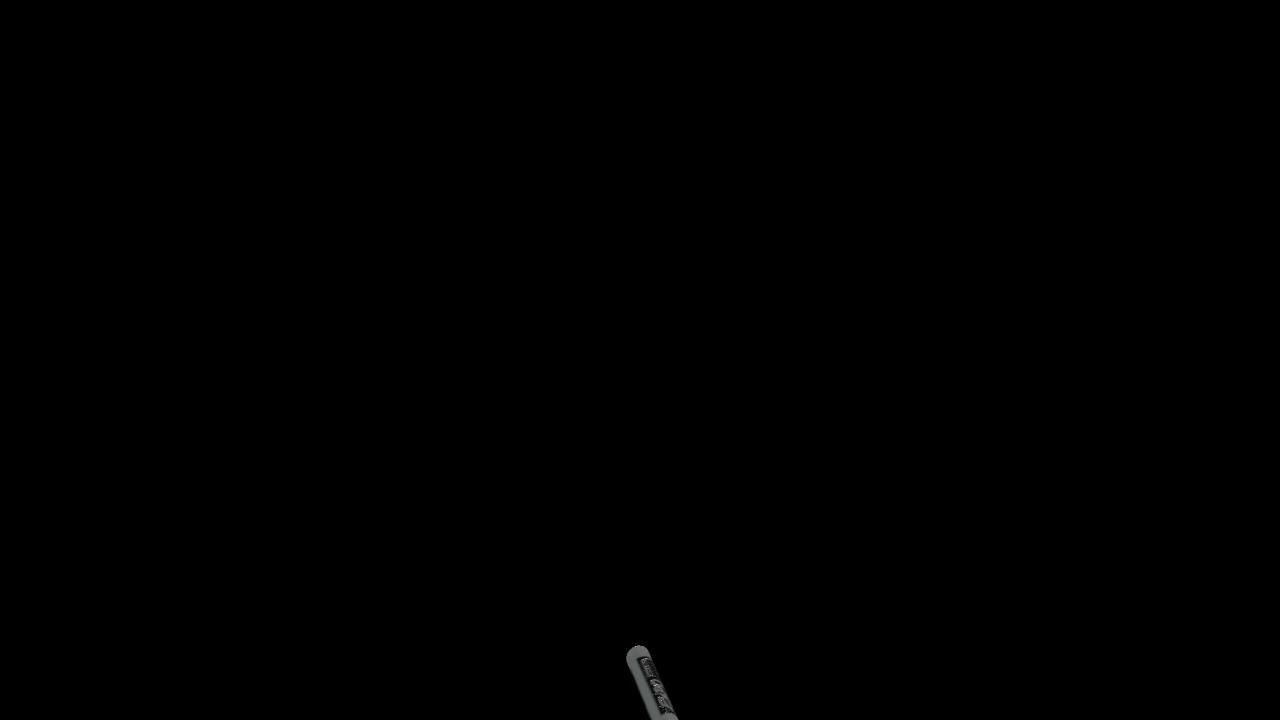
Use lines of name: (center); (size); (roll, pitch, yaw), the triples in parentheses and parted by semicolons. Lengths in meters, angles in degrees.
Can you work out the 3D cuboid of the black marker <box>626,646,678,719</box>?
black marker: (0.013, 0.240, 0.426); (0.020, 0.020, 0.121); (0, 7, -14)
